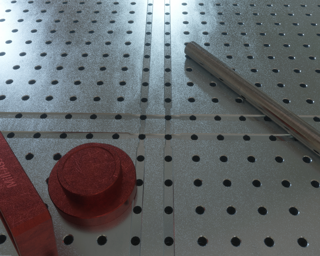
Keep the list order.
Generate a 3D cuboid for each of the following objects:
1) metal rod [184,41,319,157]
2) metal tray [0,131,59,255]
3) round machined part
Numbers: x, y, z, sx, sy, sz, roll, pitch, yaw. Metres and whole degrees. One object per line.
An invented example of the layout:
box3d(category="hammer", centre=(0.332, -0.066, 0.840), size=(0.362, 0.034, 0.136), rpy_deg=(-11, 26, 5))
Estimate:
box3d(category="metal rod", centre=(0.141, -0.043, 0.445), size=(0.025, 0.025, 0.300), rpy_deg=(-30, 56, -23))
box3d(category="metal tray", centre=(-0.146, 0.068, 0.304), size=(0.030, 0.089, 0.130), rpy_deg=(-25, 54, -32))
box3d(category="round machined part", centre=(-0.076, 0.055, 0.349), size=(0.099, 0.042, 0.098), rpy_deg=(0, 50, 0))
